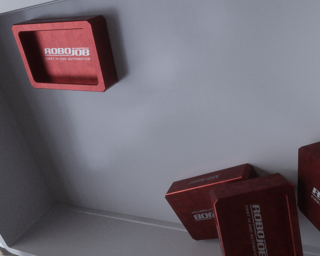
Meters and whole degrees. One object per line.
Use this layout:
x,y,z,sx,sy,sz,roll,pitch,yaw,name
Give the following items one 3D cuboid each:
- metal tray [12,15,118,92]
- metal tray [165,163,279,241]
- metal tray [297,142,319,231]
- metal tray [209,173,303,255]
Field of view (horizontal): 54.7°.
-0.126,-0.097,0.411,0.130,0.030,0.089,6,121,25,metal tray
0.083,0.107,0.428,0.130,0.030,0.090,-22,107,36,metal tray
0.185,0.080,0.298,0.030,0.130,0.089,-15,117,-6,metal tray
0.116,0.126,0.369,0.090,0.030,0.129,-13,104,1,metal tray
